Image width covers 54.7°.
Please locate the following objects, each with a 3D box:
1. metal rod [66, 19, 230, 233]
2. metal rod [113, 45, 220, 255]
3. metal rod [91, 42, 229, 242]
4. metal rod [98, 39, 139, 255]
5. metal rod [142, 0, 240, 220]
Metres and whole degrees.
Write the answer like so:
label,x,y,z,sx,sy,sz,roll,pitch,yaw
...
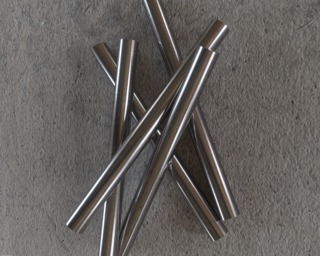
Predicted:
label,x,y,z,sx,sy,sz,roll,pitch,yaw
metal rod,-0.015,-0.002,0.373,0.025,0.025,0.299,36,91,16
metal rod,-0.002,0.045,0.383,0.025,0.025,0.298,29,109,17
metal rod,-0.006,0.010,0.411,0.025,0.025,0.299,-36,79,16
metal rod,-0.055,0.038,0.400,0.025,0.025,0.298,7,92,20
metal rod,0.037,-0.032,0.395,0.025,0.025,0.299,-21,83,19
